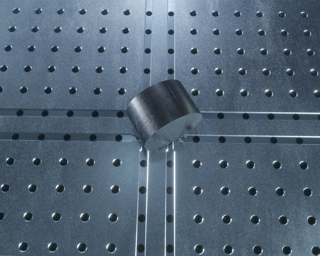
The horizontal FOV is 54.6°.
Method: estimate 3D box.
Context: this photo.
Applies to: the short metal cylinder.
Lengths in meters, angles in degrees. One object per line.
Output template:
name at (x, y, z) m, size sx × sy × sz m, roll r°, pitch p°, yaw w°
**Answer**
short metal cylinder at (0.005, -0.016, 0.388) m, size 0.080 × 0.080 × 0.050 m, roll -27°, pitch 72°, yaw -9°
